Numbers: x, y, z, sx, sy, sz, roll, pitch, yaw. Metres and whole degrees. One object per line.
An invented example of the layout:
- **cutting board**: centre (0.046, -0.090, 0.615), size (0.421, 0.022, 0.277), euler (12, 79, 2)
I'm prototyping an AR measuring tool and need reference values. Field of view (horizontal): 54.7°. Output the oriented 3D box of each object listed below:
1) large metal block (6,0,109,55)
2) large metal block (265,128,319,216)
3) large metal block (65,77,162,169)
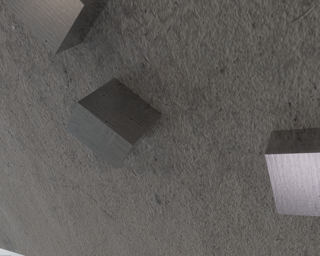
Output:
- **large metal block**: centre (-0.120, -0.148, 0.362), size (0.080, 0.050, 0.080), euler (46, 129, -4)
- **large metal block**: centre (0.165, 0.047, 0.333), size (0.080, 0.050, 0.080), euler (-5, 116, 30)
- **large metal block**: centre (-0.057, -0.008, 0.396), size (0.080, 0.080, 0.050), euler (38, 129, 2)
